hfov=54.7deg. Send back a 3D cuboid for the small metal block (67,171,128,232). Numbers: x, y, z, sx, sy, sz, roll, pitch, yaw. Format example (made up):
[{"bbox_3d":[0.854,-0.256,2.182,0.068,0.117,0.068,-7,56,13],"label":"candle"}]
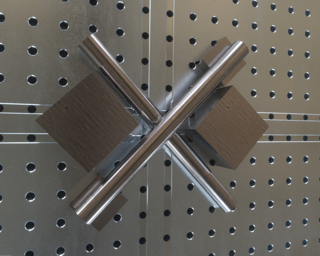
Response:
[{"bbox_3d":[-0.077,0.090,0.384,0.050,0.025,0.050,46,76,-14],"label":"small metal block"}]

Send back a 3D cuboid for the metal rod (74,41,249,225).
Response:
[{"bbox_3d":[0.012,-0.004,0.390,0.301,0.025,0.025,-47,105,-14],"label":"metal rod"}]

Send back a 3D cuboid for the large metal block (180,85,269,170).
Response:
[{"bbox_3d":[0.089,-0.001,0.432,0.080,0.050,0.080,45,76,-15],"label":"large metal block"}]

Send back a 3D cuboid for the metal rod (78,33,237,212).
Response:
[{"bbox_3d":[0.005,0.003,0.413,0.025,0.025,0.300,-45,104,-14],"label":"metal rod"}]

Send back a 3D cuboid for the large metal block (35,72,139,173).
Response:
[{"bbox_3d":[-0.086,-0.006,0.368,0.080,0.050,0.080,-45,104,-14],"label":"large metal block"}]

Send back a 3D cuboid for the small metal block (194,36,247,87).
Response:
[{"bbox_3d":[0.087,-0.093,0.445,0.050,0.025,0.050,-46,104,-14],"label":"small metal block"}]
